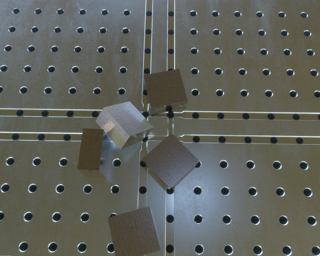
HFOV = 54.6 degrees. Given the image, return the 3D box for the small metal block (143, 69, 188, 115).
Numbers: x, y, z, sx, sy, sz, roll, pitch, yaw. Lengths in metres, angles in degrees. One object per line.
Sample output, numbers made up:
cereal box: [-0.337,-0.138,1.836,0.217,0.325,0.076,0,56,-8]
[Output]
small metal block: [0.007,-0.050,0.430,0.050,0.025,0.050,-11,70,-4]

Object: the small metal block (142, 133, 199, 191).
small metal block: [0.013,0.044,0.396,0.050,0.025,0.050,-41,75,-14]

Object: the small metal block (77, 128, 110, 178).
small metal block: [-0.081,0.033,0.386,0.025,0.050,0.050,3,70,1]

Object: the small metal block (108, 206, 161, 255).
small metal block: [-0.030,0.125,0.366,0.050,0.025,0.050,-14,71,-5]

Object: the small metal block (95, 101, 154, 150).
small metal block: [-0.045,-0.005,0.399,0.050,0.025,0.050,47,33,15]
